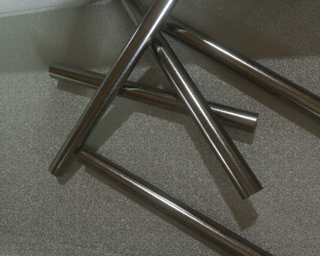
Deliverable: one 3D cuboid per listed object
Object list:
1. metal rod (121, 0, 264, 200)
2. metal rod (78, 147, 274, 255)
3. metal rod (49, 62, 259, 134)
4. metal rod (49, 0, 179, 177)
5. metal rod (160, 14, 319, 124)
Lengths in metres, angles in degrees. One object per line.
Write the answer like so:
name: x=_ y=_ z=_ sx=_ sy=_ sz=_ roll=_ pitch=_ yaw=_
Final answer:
metal rod: x=0.029 y=-0.052 z=0.377 sx=0.025 sy=0.025 sz=0.299 roll=-36 pitch=70 yaw=16
metal rod: x=0.017 y=0.105 z=0.404 sx=0.301 sy=0.025 sz=0.025 roll=27 pitch=99 yaw=17
metal rod: x=-0.022 y=-0.046 z=0.418 sx=0.301 sy=0.025 sz=0.025 roll=17 pitch=96 yaw=19
metal rod: x=-0.071 y=-0.045 z=0.409 sx=0.025 sy=0.025 sz=0.299 roll=44 pitch=113 yaw=14
metal rod: x=0.124 y=-0.058 z=0.366 sx=0.300 sy=0.025 sz=0.025 roll=35 pitch=101 yaw=16
